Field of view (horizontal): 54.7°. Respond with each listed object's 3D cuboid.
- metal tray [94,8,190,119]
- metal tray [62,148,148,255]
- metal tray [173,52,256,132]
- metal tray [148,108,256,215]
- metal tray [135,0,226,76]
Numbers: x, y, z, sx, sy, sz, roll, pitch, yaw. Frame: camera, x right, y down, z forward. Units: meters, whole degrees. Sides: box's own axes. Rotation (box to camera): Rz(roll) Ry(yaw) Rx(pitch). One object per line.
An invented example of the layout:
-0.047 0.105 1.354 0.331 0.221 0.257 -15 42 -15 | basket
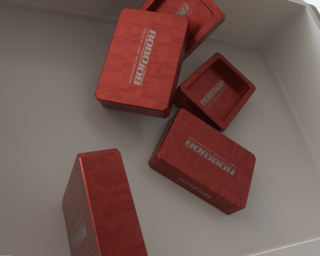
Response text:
-0.019 -0.084 0.392 0.090 0.030 0.130 11 75 10 | metal tray
-0.053 0.084 0.258 0.030 0.129 0.090 -7 65 -26 | metal tray
0.087 -0.055 0.484 0.090 0.030 0.131 44 51 1 | metal tray
0.060 0.043 0.410 0.130 0.030 0.090 33 51 -7 | metal tray
0.013 -0.139 0.430 0.090 0.130 0.030 49 23 3 | metal tray
